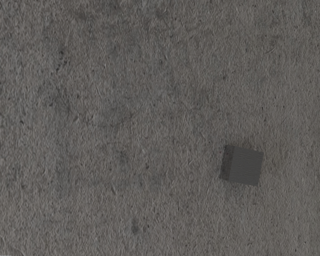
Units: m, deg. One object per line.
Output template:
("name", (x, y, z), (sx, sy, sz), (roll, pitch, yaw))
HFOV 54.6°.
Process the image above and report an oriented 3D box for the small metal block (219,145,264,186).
("small metal block", (0.119, 0.055, 0.453), (0.050, 0.025, 0.050), (13, 86, -20))
